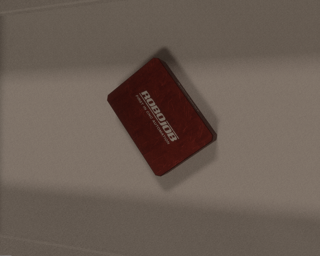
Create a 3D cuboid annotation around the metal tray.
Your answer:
[{"bbox_3d":[0.001,-0.014,0.407,0.090,0.030,0.130,-37,79,16],"label":"metal tray"}]
